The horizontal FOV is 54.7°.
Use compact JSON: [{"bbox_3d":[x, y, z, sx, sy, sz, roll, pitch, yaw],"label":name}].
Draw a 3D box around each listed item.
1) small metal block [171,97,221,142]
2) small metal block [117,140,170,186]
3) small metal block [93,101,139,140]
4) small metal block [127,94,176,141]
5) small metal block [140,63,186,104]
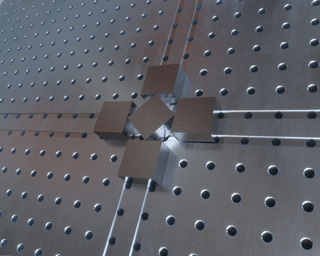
[{"bbox_3d":[0.046,-0.010,0.389,0.050,0.025,0.050,0,62,27],"label":"small metal block"},{"bbox_3d":[-0.020,0.043,0.391,0.050,0.025,0.050,1,62,28],"label":"small metal block"},{"bbox_3d":[-0.061,-0.011,0.445,0.050,0.025,0.050,2,62,28],"label":"small metal block"},{"bbox_3d":[-0.008,-0.010,0.417,0.050,0.025,0.050,-41,51,0],"label":"small metal block"},{"bbox_3d":[0.005,-0.062,0.442,0.050,0.025,0.050,0,61,27],"label":"small metal block"}]
